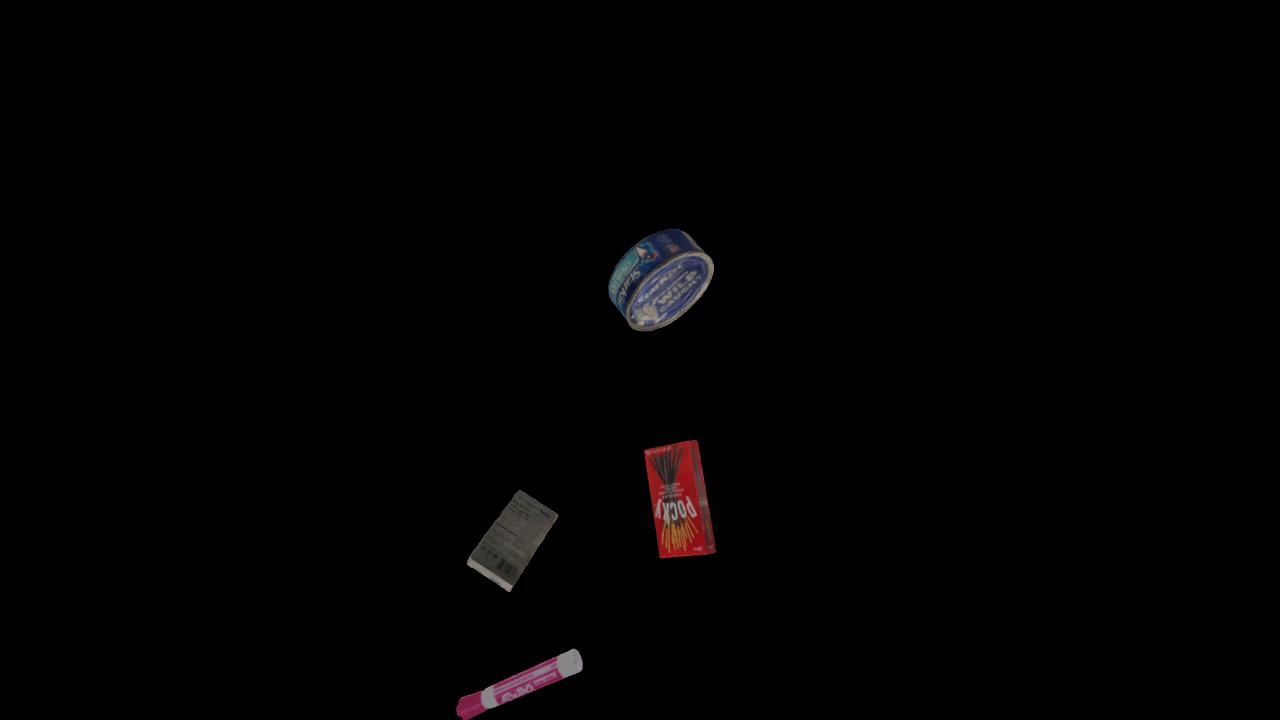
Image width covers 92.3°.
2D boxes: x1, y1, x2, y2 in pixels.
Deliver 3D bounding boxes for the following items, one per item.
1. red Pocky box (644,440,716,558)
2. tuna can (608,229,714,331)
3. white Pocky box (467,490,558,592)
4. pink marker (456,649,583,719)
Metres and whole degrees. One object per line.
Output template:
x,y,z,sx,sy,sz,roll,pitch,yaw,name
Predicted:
0.054,0.194,0.858,0.083,0.155,0.028,-19,-17,36,red Pocky box
0.016,-0.064,0.497,0.084,0.034,0.084,-29,-26,-16,tuna can
-0.204,0.290,1.002,0.084,0.028,0.154,33,39,1,white Pocky box
-0.106,0.281,0.530,0.121,0.020,0.020,-27,-5,9,pink marker
